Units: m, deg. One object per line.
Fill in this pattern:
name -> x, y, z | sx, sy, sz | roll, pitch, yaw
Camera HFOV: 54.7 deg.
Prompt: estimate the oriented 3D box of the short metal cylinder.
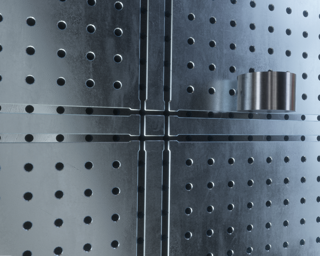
short metal cylinder -> 0.151, -0.048, 0.441 | 0.081, 0.080, 0.050 | 1, 90, -20
